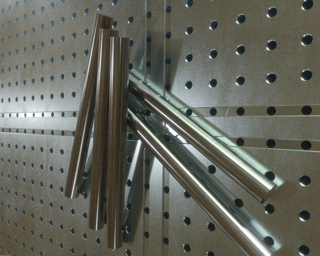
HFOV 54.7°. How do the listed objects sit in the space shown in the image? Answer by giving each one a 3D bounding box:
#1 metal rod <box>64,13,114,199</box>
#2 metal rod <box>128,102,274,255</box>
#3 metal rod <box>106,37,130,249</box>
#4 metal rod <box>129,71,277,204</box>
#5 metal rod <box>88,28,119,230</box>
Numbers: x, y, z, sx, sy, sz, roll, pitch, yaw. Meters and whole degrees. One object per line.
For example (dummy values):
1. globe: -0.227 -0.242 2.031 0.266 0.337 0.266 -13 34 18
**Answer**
1. metal rod: -0.113 -0.020 0.478 0.025 0.025 0.298 31 116 35
2. metal rod: 0.017 0.044 0.393 0.300 0.025 0.025 45 117 30
3. metal rod: -0.059 0.029 0.429 0.025 0.025 0.298 14 107 39
4. metal rod: 0.015 -0.016 0.395 0.300 0.025 0.025 41 115 32
5. metal rod: -0.084 0.012 0.450 0.025 0.025 0.298 19 110 38
